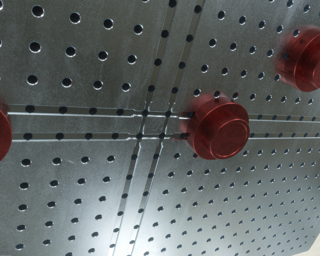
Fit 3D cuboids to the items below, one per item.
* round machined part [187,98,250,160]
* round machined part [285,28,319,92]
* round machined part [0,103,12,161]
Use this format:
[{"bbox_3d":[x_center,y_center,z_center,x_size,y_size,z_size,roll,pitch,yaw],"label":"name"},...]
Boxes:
[{"bbox_3d":[0.092,0.008,0.458,0.099,0.042,0.097,-14,125,-21],"label":"round machined part"},{"bbox_3d":[0.245,-0.099,0.476,0.099,0.042,0.097,-14,125,-21],"label":"round machined part"},{"bbox_3d":[-0.197,0.010,0.299,0.099,0.042,0.097,-14,125,-21],"label":"round machined part"}]
